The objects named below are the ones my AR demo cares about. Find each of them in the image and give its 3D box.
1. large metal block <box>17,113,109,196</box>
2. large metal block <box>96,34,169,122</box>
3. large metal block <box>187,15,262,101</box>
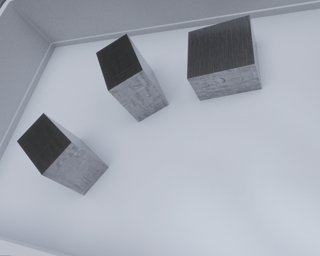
[{"bbox_3d":[-0.128,0.036,0.414,0.050,0.080,0.080,-49,52,-6],"label":"large metal block"},{"bbox_3d":[-0.038,-0.068,0.431,0.050,0.080,0.080,-30,52,9],"label":"large metal block"},{"bbox_3d":[0.082,-0.089,0.400,0.080,0.050,0.080,-9,58,23],"label":"large metal block"}]
